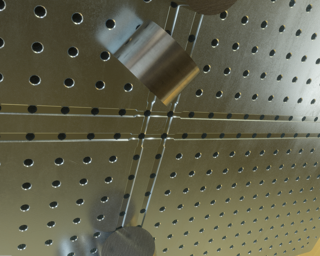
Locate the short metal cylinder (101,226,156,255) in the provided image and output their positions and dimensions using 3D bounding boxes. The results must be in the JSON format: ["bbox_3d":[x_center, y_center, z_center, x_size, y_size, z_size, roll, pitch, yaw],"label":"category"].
[{"bbox_3d":[-0.045,0.200,0.475,0.081,0.080,0.050,-19,126,-17],"label":"short metal cylinder"}]

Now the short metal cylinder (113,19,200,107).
[{"bbox_3d":[-0.003,-0.068,0.331,0.050,0.080,0.080,-46,129,4],"label":"short metal cylinder"}]

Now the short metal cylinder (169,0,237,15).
[{"bbox_3d":[0.044,-0.162,0.318,0.081,0.050,0.079,-14,124,-21],"label":"short metal cylinder"}]
